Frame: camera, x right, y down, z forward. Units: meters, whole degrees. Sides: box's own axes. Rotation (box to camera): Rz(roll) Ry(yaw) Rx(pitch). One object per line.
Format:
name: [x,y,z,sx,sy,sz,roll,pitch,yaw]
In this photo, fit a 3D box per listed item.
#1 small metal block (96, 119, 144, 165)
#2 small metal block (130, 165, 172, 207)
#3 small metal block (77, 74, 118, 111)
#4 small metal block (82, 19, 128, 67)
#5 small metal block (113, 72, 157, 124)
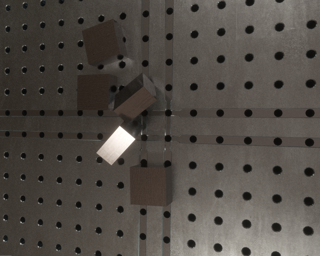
small metal block: [-0.052,0.015,0.411,0.025,0.050,0.050,41,110,-6]
small metal block: [-0.012,0.076,0.416,0.050,0.025,0.050,-1,90,19]
small metal block: [-0.090,-0.050,0.443,0.050,0.025,0.050,1,90,19]
small metal block: [-0.078,-0.119,0.439,0.050,0.025,0.050,-13,86,19]
small metal block: [-0.033,-0.040,0.407,0.050,0.050,0.025,-37,116,15]
